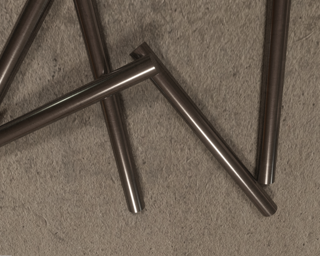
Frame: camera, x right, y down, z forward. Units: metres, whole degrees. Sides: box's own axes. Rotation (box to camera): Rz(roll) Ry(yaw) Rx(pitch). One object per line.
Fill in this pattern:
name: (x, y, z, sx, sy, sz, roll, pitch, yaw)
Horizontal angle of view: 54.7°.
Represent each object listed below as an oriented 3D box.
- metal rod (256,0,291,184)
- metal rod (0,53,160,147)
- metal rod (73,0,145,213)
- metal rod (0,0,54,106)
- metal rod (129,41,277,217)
metal rod: (0.142, -0.066, 0.387, 0.025, 0.025, 0.298, -3, 110, 0)
metal rod: (-0.140, -0.017, 0.383, 0.301, 0.025, 0.025, -23, 109, 14)
metal rod: (-0.061, -0.021, 0.401, 0.025, 0.025, 0.298, -10, 110, 3)
metal rod: (-0.158, -0.116, 0.364, 0.025, 0.025, 0.299, 32, 107, -12)
metal rod: (0.067, 0.012, 0.415, 0.025, 0.025, 0.300, -37, 106, 12)
